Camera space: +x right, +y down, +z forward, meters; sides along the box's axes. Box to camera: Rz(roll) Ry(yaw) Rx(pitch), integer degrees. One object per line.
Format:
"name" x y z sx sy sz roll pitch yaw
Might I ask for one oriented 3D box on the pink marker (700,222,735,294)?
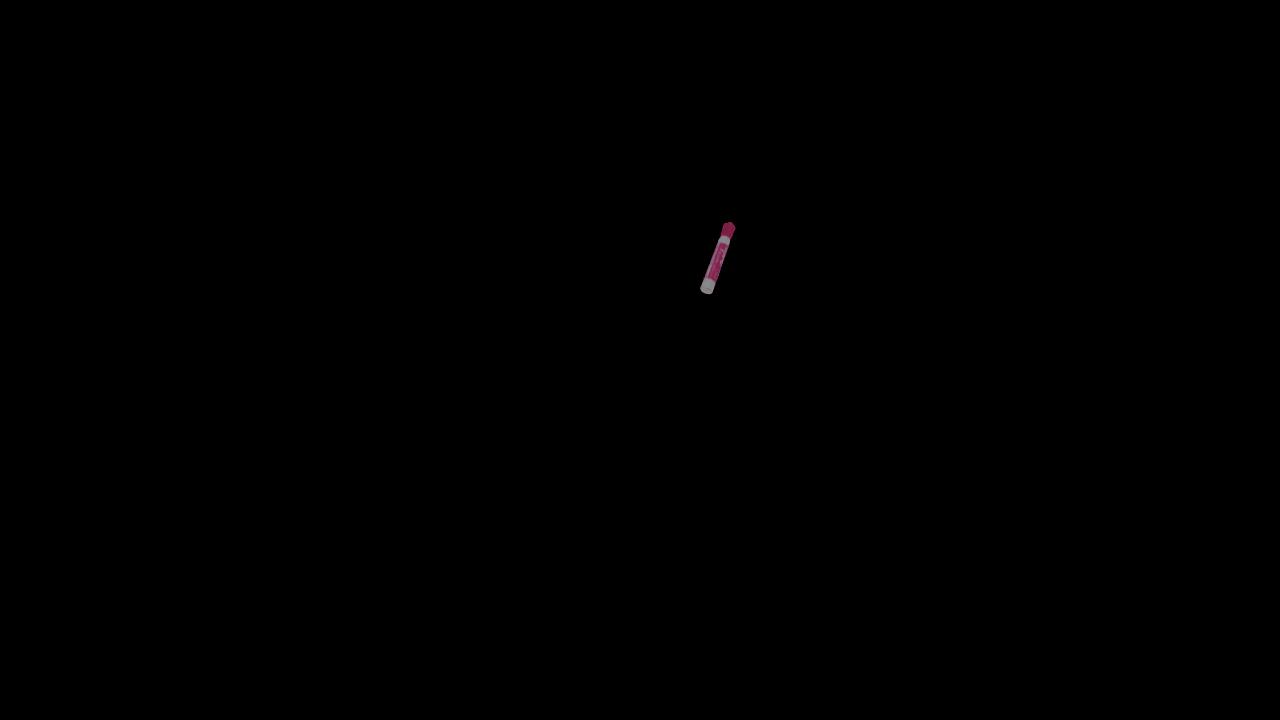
"pink marker" 0.114 -0.150 0.894 0.020 0.121 0.020 18 -22 8
